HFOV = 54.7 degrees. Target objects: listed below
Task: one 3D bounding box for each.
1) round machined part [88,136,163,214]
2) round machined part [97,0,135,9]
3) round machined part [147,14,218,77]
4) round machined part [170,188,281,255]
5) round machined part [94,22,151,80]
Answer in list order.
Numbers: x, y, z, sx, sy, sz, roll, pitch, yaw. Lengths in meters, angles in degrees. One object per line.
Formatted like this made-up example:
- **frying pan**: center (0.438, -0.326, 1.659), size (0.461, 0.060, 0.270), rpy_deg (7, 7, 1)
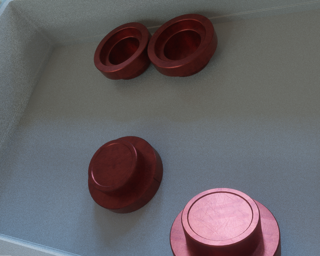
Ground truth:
- **round machined part**: center (-0.049, 0.053, 0.387), size (0.098, 0.042, 0.098), rpy_deg (-13, 56, 20)
- **round machined part**: center (-0.078, -0.271, 0.602), size (0.098, 0.042, 0.098), rpy_deg (-13, 57, 20)
- **round machined part**: center (0.035, -0.113, 0.444), size (0.098, 0.042, 0.098), rpy_deg (-13, 56, 20)
- **round machined part**: center (0.057, 0.092, 0.281), size (0.098, 0.042, 0.098), rpy_deg (-11, 29, 6)
- **round machined part**: center (-0.052, -0.116, 0.490), size (0.098, 0.042, 0.098), rpy_deg (-14, 56, 22)
